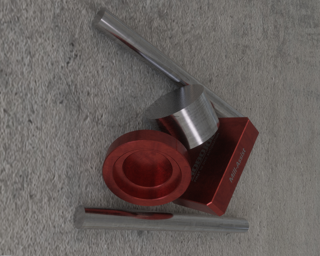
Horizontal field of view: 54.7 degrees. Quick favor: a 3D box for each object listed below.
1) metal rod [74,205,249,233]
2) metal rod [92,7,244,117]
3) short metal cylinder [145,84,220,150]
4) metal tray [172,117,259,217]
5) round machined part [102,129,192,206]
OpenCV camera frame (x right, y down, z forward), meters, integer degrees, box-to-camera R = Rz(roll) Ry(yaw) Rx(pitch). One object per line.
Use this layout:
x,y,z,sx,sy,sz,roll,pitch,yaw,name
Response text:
0.026,0.130,0.426,0.302,0.025,0.025,17,79,-39,metal rod
0.037,-0.064,0.435,0.301,0.025,0.025,29,72,-36,metal rod
0.028,-0.013,0.392,0.080,0.080,0.050,-43,116,-31,short metal cylinder
0.067,0.045,0.418,0.030,0.090,0.130,45,63,-31,metal tray
-0.014,0.041,0.359,0.098,0.098,0.042,53,21,-27,round machined part
